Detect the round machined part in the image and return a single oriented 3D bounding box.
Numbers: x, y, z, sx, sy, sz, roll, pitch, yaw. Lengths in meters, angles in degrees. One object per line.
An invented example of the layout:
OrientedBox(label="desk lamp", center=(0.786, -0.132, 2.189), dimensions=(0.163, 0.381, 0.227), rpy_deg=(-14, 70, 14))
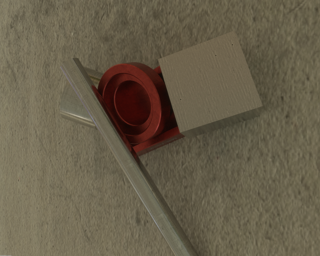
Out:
OrientedBox(label="round machined part", center=(-0.028, -0.033, 0.385), dimensions=(0.098, 0.042, 0.097), rpy_deg=(12, 112, 32))

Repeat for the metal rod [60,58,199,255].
OrientedBox(label="metal rod", center=(-0.033, 0.048, 0.375), dimensions=(0.025, 0.025, 0.299), rpy_deg=(-34, 87, 35))

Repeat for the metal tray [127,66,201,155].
OrientedBox(label="metal tray", center=(-0.009, -0.022, 0.408), dimensions=(0.130, 0.030, 0.090), rpy_deg=(-26, 74, 36))

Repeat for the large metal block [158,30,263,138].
OrientedBox(label="large metal block", center=(0.052, -0.042, 0.324), dimensions=(0.080, 0.050, 0.080), rpy_deg=(-18, 77, 11))

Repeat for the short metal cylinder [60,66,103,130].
OrientedBox(label="short metal cylinder", center=(-0.100, -0.043, 0.442), dimensions=(0.050, 0.080, 0.079), rpy_deg=(19, 105, 1))
